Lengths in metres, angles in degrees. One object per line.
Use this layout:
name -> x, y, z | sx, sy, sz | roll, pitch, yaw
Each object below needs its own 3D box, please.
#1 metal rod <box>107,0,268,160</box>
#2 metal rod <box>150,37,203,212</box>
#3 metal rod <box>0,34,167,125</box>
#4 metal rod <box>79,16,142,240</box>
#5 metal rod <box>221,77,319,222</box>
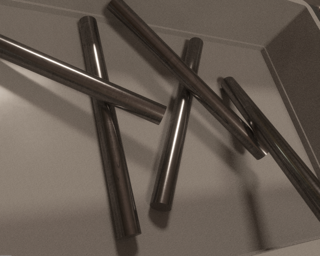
metal rod -> 0.040, -0.070, 0.437 | 0.300, 0.025, 0.025 | 45, 51, 0
metal rod -> 0.031, -0.027, 0.440 | 0.025, 0.025, 0.300 | 25, 53, -14
metal rod -> -0.135, -0.073, 0.356 | 0.302, 0.025, 0.025 | 23, 53, -6
metal rod -> -0.067, -0.019, 0.382 | 0.025, 0.025, 0.299 | -1, 62, -29
metal rod -> 0.143, 0.013, 0.400 | 0.025, 0.025, 0.300 | 12, 32, -22
